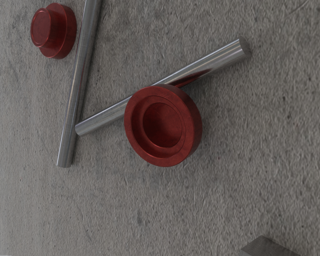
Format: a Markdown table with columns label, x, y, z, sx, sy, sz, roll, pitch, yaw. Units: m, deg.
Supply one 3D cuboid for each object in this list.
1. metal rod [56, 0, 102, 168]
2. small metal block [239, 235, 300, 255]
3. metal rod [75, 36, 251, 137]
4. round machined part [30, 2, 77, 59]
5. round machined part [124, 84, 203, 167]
| label | x | y | z | sx | sy | sz | roll | pitch | yaw |
| --- | --- | --- | --- | --- | --- | --- | --- | --- | --- |
| metal rod | -0.135 | -0.077 | 0.516 | 0.025 | 0.025 | 0.298 | 22 | 104 | 38 |
| small metal block | 0.108 | 0.134 | 0.300 | 0.050 | 0.050 | 0.025 | 21 | 103 | 38 |
| metal rod | -0.019 | -0.042 | 0.420 | 0.299 | 0.025 | 0.025 | -22 | 76 | 37 |
| round machined part | -0.196 | -0.176 | 0.556 | 0.098 | 0.042 | 0.097 | 0 | 90 | 40 |
| round machined part | 0.008 | -0.005 | 0.377 | 0.098 | 0.042 | 0.097 | 10 | 110 | 31 |
